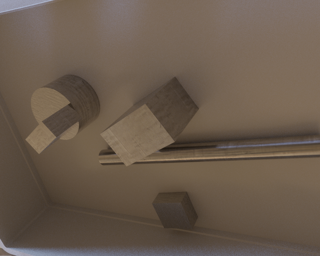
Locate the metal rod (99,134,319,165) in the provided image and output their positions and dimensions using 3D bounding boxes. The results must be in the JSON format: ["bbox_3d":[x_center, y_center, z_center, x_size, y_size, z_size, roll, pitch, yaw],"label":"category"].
[{"bbox_3d":[0.042,0.032,0.405,0.300,0.025,0.025,-6,116,30],"label":"metal rod"}]

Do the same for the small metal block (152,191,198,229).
[{"bbox_3d":[0.023,0.126,0.473,0.050,0.025,0.050,-11,113,32],"label":"small metal block"}]

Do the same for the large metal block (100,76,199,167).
[{"bbox_3d":[-0.011,-0.008,0.372,0.080,0.080,0.050,-30,102,37],"label":"large metal block"}]

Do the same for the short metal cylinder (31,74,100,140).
[{"bbox_3d":[-0.134,-0.030,0.442,0.080,0.050,0.079,13,124,20],"label":"short metal cylinder"}]

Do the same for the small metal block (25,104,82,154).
[{"bbox_3d":[-0.136,0.001,0.398,0.050,0.050,0.025,-35,99,38],"label":"small metal block"}]
